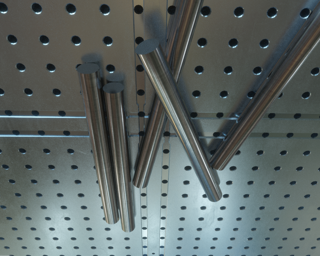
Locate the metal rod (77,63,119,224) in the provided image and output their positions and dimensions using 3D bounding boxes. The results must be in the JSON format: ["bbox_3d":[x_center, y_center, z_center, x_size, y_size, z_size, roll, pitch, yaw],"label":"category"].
[{"bbox_3d":[-0.083,0.046,0.449,0.025,0.025,0.298,0,130,-1],"label":"metal rod"}]

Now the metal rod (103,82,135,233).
[{"bbox_3d":[-0.056,0.065,0.466,0.025,0.025,0.298,0,130,-1],"label":"metal rod"}]

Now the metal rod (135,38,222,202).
[{"bbox_3d":[0.039,0.016,0.403,0.025,0.025,0.299,-16,136,13],"label":"metal rod"}]

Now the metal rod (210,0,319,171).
[{"bbox_3d":[0.137,-0.053,0.368,0.025,0.025,0.298,16,128,-14],"label":"metal rod"}]

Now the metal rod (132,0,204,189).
[{"bbox_3d":[0.002,-0.027,0.388,0.025,0.025,0.298,9,130,-8],"label":"metal rod"}]
